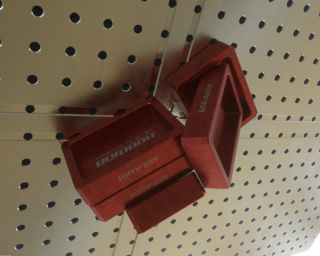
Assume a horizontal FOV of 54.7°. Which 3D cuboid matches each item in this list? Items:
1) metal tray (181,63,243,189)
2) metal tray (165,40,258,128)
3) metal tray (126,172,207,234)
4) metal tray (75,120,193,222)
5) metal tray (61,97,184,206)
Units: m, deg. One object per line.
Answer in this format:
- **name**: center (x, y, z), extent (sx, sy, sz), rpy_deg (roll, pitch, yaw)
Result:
- **metal tray**: center (0.069, -0.004, 0.375), extent (0.090, 0.030, 0.130), rpy_deg (61, 37, -39)
- **metal tray**: center (0.075, -0.041, 0.424), extent (0.090, 0.030, 0.130), rpy_deg (-38, 130, -3)
- **metal tray**: center (0.000, 0.092, 0.410), extent (0.090, 0.130, 0.030), rpy_deg (-28, 87, -10)
- **metal tray**: center (-0.031, 0.044, 0.378), extent (0.131, 0.090, 0.030), rpy_deg (-29, 129, -11)
- **metal tray**: center (-0.041, 0.021, 0.360), extent (0.131, 0.090, 0.030), rpy_deg (-29, 129, -11)
